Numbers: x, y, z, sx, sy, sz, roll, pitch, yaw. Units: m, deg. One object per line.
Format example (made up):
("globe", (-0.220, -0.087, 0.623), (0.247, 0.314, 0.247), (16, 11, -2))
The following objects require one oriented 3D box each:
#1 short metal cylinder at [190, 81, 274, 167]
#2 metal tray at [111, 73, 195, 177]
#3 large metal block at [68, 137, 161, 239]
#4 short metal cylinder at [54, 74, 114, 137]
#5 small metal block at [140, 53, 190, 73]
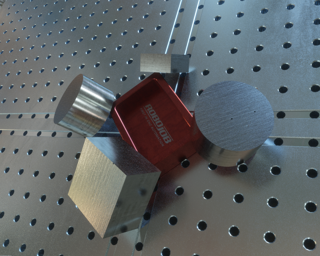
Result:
("short metal cylinder", (0.075, -0.004, 0.335), (0.081, 0.050, 0.080), (1, 65, -1))
("metal tray", (-0.007, -0.007, 0.412), (0.090, 0.030, 0.130), (-35, 51, 4))
("large metal block", (-0.055, 0.065, 0.359), (0.080, 0.050, 0.079), (35, 112, 38))
("short metal cylinder", (-0.111, -0.031, 0.451), (0.080, 0.050, 0.080), (-36, 38, 35))
("small metal block", (0.007, -0.093, 0.442), (0.050, 0.050, 0.025), (10, 104, 32))
